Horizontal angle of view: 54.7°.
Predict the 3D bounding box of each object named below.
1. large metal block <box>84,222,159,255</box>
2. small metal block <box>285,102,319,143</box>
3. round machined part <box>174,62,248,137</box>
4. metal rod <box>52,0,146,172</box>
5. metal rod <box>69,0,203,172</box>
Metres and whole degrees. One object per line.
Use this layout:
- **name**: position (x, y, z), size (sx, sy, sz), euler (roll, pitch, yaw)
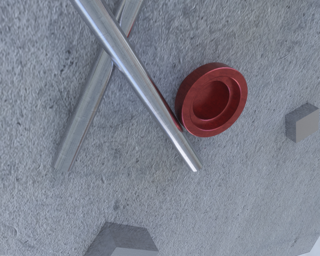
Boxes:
- **large metal block**: position (-0.063, 0.199, 0.481), size (0.080, 0.050, 0.080), euler (24, 105, -37)
- **small metal block**: position (0.248, -0.009, 0.540), size (0.050, 0.025, 0.050), euler (-28, 128, -11)
- **round machined part**: position (0.062, -0.040, 0.407), size (0.099, 0.042, 0.097), euler (-14, 125, -21)
- **metal rod**: position (-0.052, -0.082, 0.328), size (0.025, 0.025, 0.298), euler (15, 111, -35)
- **metal rod**: position (-0.006, -0.029, 0.365), size (0.025, 0.025, 0.300), euler (-38, 136, -3)
